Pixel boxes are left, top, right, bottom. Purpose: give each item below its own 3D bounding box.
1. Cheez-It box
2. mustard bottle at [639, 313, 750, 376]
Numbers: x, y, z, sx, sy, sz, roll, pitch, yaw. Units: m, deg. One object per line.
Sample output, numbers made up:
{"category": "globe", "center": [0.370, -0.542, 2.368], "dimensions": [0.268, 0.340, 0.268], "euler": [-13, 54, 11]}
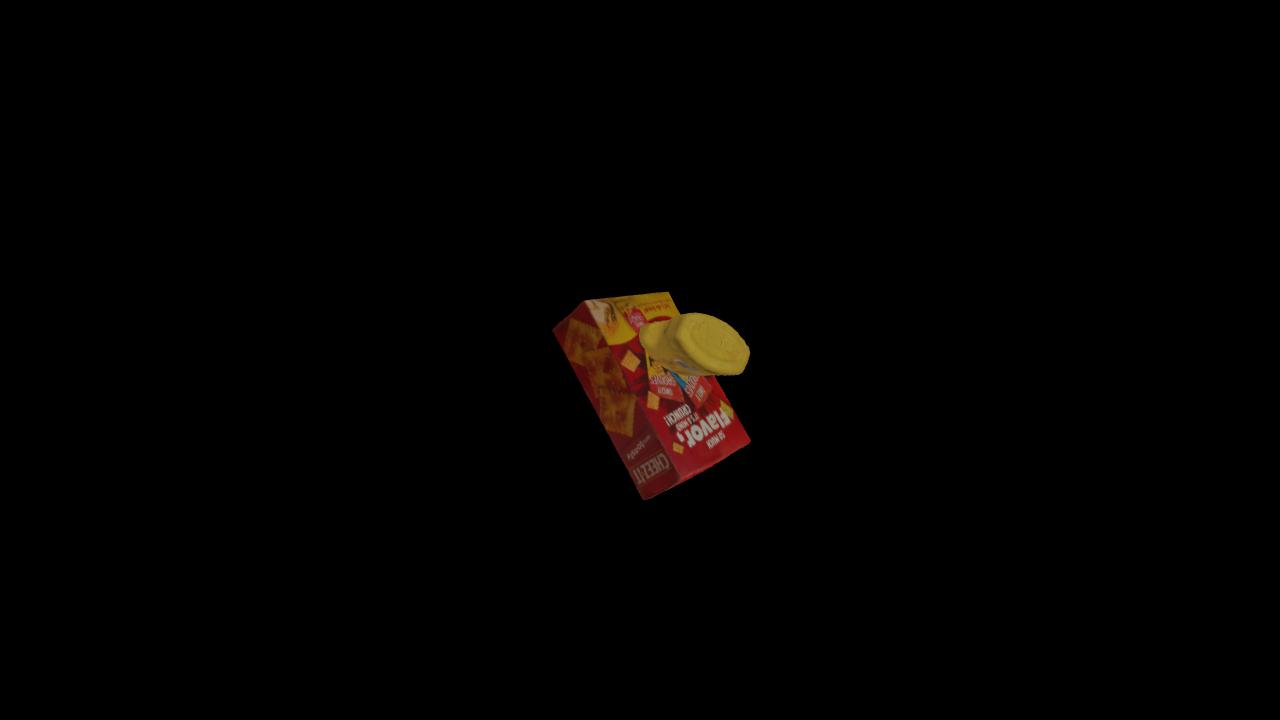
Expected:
{"category": "Cheez-It box", "center": [0.019, 0.031, 0.723], "dimensions": [0.071, 0.223, 0.166], "euler": [-37, -14, 35]}
{"category": "mustard bottle", "center": [0.038, -0.011, 0.704], "dimensions": [0.092, 0.054, 0.184], "euler": [22, -12, -22]}
